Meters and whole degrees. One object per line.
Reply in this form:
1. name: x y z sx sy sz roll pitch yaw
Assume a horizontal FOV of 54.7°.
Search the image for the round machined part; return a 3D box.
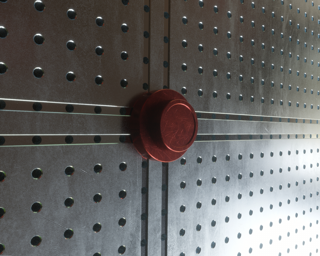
1. round machined part: 0.012 -0.003 0.410 0.099 0.042 0.097 0 90 -40
